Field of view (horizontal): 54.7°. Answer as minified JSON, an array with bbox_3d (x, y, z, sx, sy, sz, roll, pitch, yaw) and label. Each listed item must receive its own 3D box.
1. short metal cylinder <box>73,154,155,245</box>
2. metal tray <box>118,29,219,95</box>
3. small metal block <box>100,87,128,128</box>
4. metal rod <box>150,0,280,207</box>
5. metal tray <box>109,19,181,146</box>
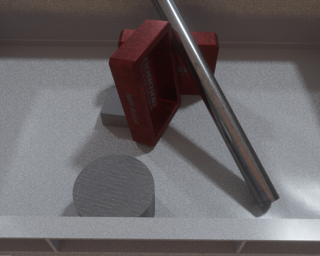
[{"bbox_3d":[-0.046,0.075,0.326,0.081,0.050,0.080,0,50,0],"label":"short metal cylinder"},{"bbox_3d":[0.011,-0.091,0.439,0.131,0.089,0.030,2,50,1],"label":"metal tray"},{"bbox_3d":[-0.049,-0.028,0.428,0.050,0.025,0.050,7,50,5],"label":"small metal block"},{"bbox_3d":[0.056,-0.051,0.369,0.025,0.025,0.299,-22,79,-18],"label":"metal rod"},{"bbox_3d":[-0.011,-0.052,0.378,0.030,0.129,0.090,14,51,24],"label":"metal tray"}]
